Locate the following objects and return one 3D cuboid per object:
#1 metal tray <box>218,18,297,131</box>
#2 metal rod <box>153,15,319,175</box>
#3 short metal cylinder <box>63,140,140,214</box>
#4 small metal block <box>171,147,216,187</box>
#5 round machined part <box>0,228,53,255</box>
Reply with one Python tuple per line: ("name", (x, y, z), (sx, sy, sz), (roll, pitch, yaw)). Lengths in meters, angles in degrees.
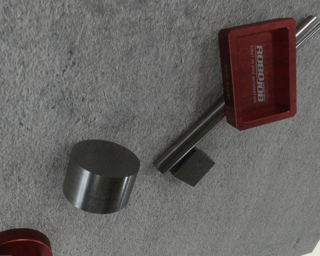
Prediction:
("metal tray", (0.129, -0.069, 0.404), (0.091, 0.030, 0.129), (-14, 111, -11))
("metal rod", (0.107, -0.045, 0.437), (0.300, 0.025, 0.025), (-43, 130, 2))
("short metal cylinder", (-0.069, 0.055, 0.368), (0.081, 0.080, 0.050), (5, 116, -31))
("small metal block", (0.047, 0.055, 0.467), (0.050, 0.025, 0.050), (34, 99, -39))
("round machined part", (-0.192, 0.183, 0.404), (0.099, 0.042, 0.097), (-14, 124, -21))
